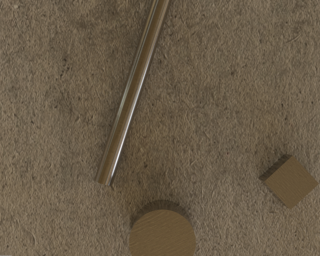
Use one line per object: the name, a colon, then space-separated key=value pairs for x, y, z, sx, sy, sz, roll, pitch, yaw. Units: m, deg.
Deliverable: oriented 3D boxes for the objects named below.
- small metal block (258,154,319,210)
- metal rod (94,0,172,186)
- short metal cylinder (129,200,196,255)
small metal block: x=0.170 y=0.070 z=0.411 sx=0.050 sy=0.025 sz=0.050 roll=-43 pitch=90 yaw=0
metal rod: x=-0.029 y=-0.071 z=0.409 sx=0.025 sy=0.025 sz=0.298 roll=18 pitch=90 yaw=0
short metal cylinder: x=0.003 y=0.138 z=0.398 sx=0.081 sy=0.050 sz=0.079 roll=0 pitch=90 yaw=0
